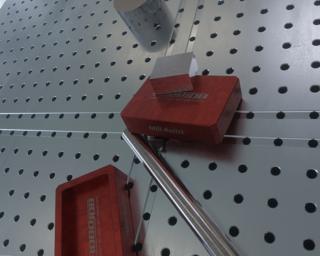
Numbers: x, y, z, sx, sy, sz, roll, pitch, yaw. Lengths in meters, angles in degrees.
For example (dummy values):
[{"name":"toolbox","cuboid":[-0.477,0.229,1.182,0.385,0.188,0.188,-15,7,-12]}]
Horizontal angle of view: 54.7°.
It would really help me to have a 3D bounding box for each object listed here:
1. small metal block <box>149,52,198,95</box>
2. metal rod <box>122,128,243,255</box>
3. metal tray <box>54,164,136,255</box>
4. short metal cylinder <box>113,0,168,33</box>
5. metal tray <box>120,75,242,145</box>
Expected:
[{"name":"small metal block","cuboid":[0.019,-0.071,0.399,0.050,0.025,0.050,-5,42,20]},{"name":"metal rod","cuboid":[0.037,0.094,0.331,0.025,0.025,0.300,-42,51,0]},{"name":"metal tray","cuboid":[-0.081,0.119,0.374,0.090,0.030,0.130,-23,53,14]},{"name":"short metal cylinder","cuboid":[-0.033,-0.214,0.541,0.080,0.050,0.080,-13,56,21]},{"name":"metal tray","cuboid":[0.027,-0.029,0.392,0.130,0.030,0.090,7,48,31]}]
